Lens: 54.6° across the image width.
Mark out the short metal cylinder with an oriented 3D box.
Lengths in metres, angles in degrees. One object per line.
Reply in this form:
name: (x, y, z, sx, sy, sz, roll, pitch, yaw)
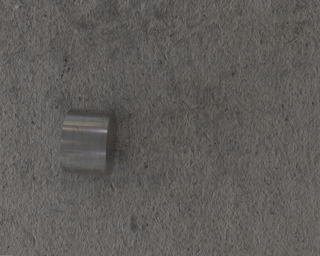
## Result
short metal cylinder: (-0.085, 0.017, 0.382, 0.050, 0.080, 0.080, 3, 90, 0)
